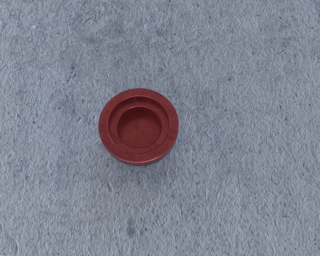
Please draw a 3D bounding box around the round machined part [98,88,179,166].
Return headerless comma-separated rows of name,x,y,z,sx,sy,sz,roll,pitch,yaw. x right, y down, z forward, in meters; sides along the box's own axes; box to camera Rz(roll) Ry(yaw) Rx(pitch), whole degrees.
round machined part,-0.026,0.002,0.398,0.099,0.042,0.098,0,70,0
